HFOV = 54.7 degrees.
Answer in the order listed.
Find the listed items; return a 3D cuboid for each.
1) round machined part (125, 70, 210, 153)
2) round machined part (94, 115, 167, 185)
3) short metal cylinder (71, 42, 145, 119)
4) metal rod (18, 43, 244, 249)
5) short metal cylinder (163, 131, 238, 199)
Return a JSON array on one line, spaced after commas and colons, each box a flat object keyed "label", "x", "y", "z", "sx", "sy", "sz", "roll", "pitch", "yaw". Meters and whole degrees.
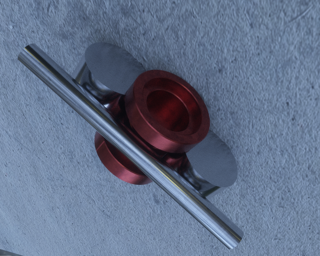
[{"label": "round machined part", "x": 0.005, "y": -0.014, "z": 0.349, "sx": 0.098, "sy": 0.098, "sz": 0.042, "roll": 43, "pitch": 133, "yaw": -2}, {"label": "round machined part", "x": -0.027, "y": 0.017, "z": 0.383, "sx": 0.098, "sy": 0.098, "sz": 0.042, "roll": 43, "pitch": 125, "yaw": -2}, {"label": "short metal cylinder", "x": -0.061, "y": -0.055, "z": 0.369, "sx": 0.080, "sy": 0.080, "sz": 0.050, "roll": 43, "pitch": 129, "yaw": -2}, {"label": "metal rod", "x": -0.029, "y": 0.021, "z": 0.332, "sx": 0.300, "sy": 0.025, "sz": 0.025, "roll": 42, "pitch": 129, "yaw": -2}, {"label": "short metal cylinder", "x": 0.046, "y": 0.046, "z": 0.375, "sx": 0.080, "sy": 0.080, "sz": 0.050, "roll": 43, "pitch": 129, "yaw": -2}]
